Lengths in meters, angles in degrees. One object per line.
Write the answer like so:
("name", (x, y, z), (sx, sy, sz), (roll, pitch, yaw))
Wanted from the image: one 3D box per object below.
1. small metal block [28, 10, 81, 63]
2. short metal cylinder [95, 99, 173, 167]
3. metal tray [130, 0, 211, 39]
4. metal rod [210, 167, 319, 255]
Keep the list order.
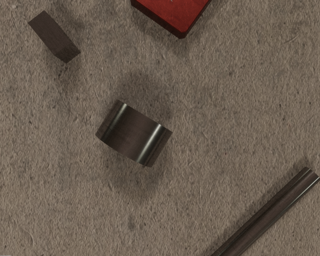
("small metal block", (-0.133, -0.114, 0.396), (0.025, 0.050, 0.050), (-39, 91, 0))
("short metal cylinder", (-0.031, 0.006, 0.382), (0.080, 0.080, 0.050), (31, 90, -1))
("metal tray", (0.032, -0.197, 0.408), (0.090, 0.030, 0.130), (35, 90, -1))
("metal rod", (0.094, 0.163, 0.411), (0.300, 0.025, 0.025), (-43, 91, -1))
